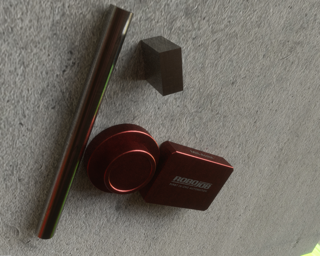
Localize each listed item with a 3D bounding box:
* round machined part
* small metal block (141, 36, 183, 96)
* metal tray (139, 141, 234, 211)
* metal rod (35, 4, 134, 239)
[{"bbox_3d":[-0.045,0.047,0.401,0.099,0.042,0.097,-14,124,-21],"label":"round machined part"},{"bbox_3d":[0.002,-0.071,0.348,0.025,0.050,0.050,-18,126,-18],"label":"small metal block"},{"bbox_3d":[0.041,0.077,0.474,0.131,0.030,0.090,18,109,-36],"label":"metal tray"},{"bbox_3d":[-0.095,0.009,0.360,0.025,0.025,0.298,11,113,-33],"label":"metal rod"}]
